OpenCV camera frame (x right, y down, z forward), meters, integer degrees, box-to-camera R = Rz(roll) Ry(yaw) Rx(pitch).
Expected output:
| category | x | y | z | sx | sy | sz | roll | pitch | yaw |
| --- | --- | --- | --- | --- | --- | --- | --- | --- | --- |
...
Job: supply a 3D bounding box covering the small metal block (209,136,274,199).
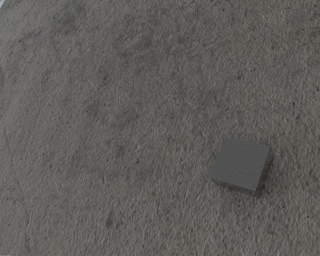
| category | x | y | z | sx | sy | sz | roll | pitch | yaw |
| --- | --- | --- | --- | --- | --- | --- | --- | --- | --- |
| small metal block | 0.088 | 0.041 | 0.333 | 0.050 | 0.025 | 0.050 | 13 | 68 | 33 |
